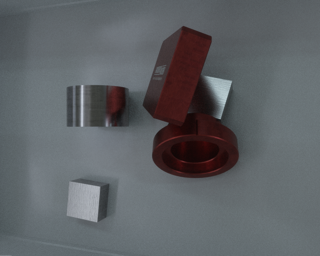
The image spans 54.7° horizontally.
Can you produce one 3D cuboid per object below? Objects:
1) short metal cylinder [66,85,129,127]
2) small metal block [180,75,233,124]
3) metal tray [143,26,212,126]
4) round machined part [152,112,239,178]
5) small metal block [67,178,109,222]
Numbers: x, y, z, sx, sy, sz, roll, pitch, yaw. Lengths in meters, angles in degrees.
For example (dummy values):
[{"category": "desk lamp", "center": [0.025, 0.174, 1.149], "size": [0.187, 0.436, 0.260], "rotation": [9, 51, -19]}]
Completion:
[{"category": "short metal cylinder", "center": [-0.081, -0.027, 0.409], "size": [0.080, 0.080, 0.050], "rotation": [0, 90, 19]}, {"category": "small metal block", "center": [0.058, -0.035, 0.382], "size": [0.050, 0.025, 0.050], "rotation": [15, 76, 19]}, {"category": "metal tray", "center": [0.013, -0.057, 0.350], "size": [0.030, 0.130, 0.089], "rotation": [17, 97, -10]}, {"category": "round machined part", "center": [0.041, 0.018, 0.367], "size": [0.098, 0.098, 0.042], "rotation": [-11, 52, 19]}, {"category": "small metal block", "center": [-0.104, 0.103, 0.446], "size": [0.050, 0.025, 0.050], "rotation": [6, 92, 19]}]
